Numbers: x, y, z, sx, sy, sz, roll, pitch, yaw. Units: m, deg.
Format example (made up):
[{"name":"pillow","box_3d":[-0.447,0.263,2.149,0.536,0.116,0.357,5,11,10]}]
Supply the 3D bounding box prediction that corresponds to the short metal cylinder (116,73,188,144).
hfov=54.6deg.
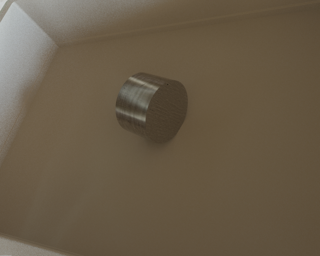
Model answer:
[{"name":"short metal cylinder","box_3d":[-0.009,-0.026,0.392,0.050,0.080,0.080,21,73,36]}]
